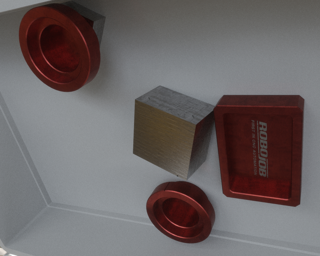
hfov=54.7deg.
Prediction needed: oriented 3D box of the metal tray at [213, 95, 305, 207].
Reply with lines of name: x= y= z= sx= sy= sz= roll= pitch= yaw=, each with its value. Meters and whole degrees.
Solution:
metal tray: x=0.116 y=0.027 z=0.360 sx=0.090 sy=0.030 sz=0.129 roll=3 pitch=120 yaw=26

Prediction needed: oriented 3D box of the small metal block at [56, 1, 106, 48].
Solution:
small metal block: x=-0.100 y=-0.122 z=0.384 sx=0.050 sy=0.025 sz=0.050 roll=28 pitch=128 yaw=9

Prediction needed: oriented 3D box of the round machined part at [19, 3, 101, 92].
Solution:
round machined part: x=-0.111 y=-0.095 z=0.363 sx=0.098 sy=0.042 sz=0.097 roll=13 pitch=124 yaw=20

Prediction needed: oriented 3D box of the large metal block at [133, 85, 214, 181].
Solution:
large metal block: x=0.016 y=0.004 z=0.377 sx=0.080 sy=0.050 sz=0.079 roll=24 pitch=128 yaw=26

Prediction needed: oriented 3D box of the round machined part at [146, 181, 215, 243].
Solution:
round machined part: x=0.033 y=0.117 z=0.451 sx=0.098 sy=0.042 sz=0.097 roll=13 pitch=124 yaw=20
